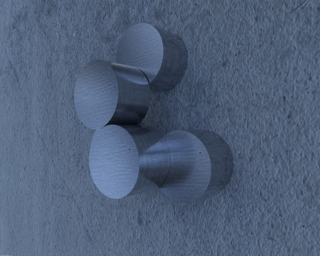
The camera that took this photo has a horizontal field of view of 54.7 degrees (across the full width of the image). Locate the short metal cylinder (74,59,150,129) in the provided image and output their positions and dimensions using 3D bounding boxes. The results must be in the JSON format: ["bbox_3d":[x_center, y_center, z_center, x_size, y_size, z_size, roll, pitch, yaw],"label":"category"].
[{"bbox_3d":[-0.058,-0.038,0.372,0.080,0.050,0.080,0,90,40],"label":"short metal cylinder"}]

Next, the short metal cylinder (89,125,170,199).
[{"bbox_3d":[-0.035,0.036,0.353,0.080,0.050,0.080,0,90,39],"label":"short metal cylinder"}]

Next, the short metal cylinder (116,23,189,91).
[{"bbox_3d":[-0.011,-0.088,0.399,0.080,0.050,0.080,0,90,40],"label":"short metal cylinder"}]

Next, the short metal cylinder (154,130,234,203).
[{"bbox_3d":[0.037,0.042,0.359,0.080,0.050,0.080,0,90,40],"label":"short metal cylinder"}]

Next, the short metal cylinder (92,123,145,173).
[{"bbox_3d":[-0.051,0.030,0.432,0.080,0.050,0.080,0,90,40],"label":"short metal cylinder"}]
